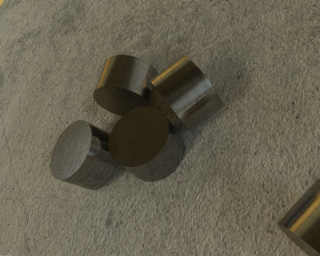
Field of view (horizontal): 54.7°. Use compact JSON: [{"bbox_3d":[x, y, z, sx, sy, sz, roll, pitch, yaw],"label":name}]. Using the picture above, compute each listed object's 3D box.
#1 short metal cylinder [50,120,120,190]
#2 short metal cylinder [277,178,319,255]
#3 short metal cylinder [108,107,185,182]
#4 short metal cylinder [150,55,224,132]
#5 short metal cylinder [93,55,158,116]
[{"bbox_3d":[-0.097,0.036,0.405,0.080,0.050,0.080,-21,54,33],"label":"short metal cylinder"},{"bbox_3d":[0.142,0.085,0.242,0.050,0.080,0.080,-46,51,-4],"label":"short metal cylinder"},{"bbox_3d":[-0.016,0.020,0.384,0.080,0.050,0.080,-13,56,21],"label":"short metal cylinder"},{"bbox_3d":[0.032,-0.041,0.377,0.050,0.080,0.080,-38,51,3],"label":"short metal cylinder"},{"bbox_3d":[-0.045,-0.055,0.426,0.080,0.080,0.050,0,62,28],"label":"short metal cylinder"}]
